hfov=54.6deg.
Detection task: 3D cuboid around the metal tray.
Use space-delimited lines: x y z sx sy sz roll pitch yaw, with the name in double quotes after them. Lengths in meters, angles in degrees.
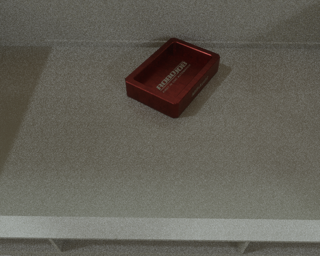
0.021 -0.081 0.469 0.090 0.030 0.131 27 55 21 "metal tray"
